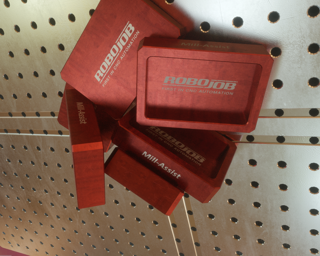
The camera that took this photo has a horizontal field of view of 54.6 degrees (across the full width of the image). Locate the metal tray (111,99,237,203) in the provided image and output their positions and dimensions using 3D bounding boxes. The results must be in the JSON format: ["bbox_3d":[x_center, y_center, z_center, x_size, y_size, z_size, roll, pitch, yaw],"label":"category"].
[{"bbox_3d":[0.020,0.018,0.369,0.130,0.090,0.030,33,128,6],"label":"metal tray"}]

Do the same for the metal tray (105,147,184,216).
[{"bbox_3d":[-0.013,0.061,0.394,0.090,0.130,0.030,33,90,6],"label":"metal tray"}]

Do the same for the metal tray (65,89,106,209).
[{"bbox_3d":[-0.092,0.019,0.375,0.030,0.130,0.089,-6,125,-17],"label":"metal tray"}]

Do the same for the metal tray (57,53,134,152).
[{"bbox_3d":[-0.088,-0.036,0.433,0.090,0.030,0.129,33,129,5],"label":"metal tray"}]

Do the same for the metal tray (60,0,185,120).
[{"bbox_3d":[-0.045,-0.085,0.356,0.090,0.030,0.129,38,115,-2],"label":"metal tray"}]

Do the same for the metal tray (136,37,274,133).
[{"bbox_3d":[0.042,-0.044,0.328,0.131,0.030,0.089,4,123,0],"label":"metal tray"}]
